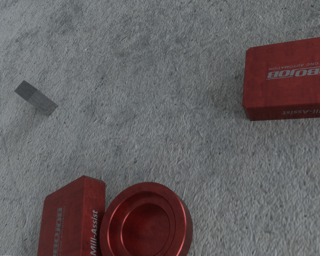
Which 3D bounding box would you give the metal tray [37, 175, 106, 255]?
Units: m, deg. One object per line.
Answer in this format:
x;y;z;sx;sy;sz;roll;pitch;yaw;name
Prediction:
-0.103;0.130;0.355;0.090;0.030;0.130;-30;49;32;metal tray

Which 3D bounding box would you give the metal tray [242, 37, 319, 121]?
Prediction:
0.164;-0.057;0.349;0.130;0.030;0.090;-3;60;26;metal tray

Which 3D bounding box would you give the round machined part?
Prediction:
-0.011;0.111;0.330;0.098;0.042;0.098;-13;56;20;round machined part

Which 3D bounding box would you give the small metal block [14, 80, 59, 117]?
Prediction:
-0.210;-0.050;0.526;0.050;0.050;0.025;30;78;37;small metal block
